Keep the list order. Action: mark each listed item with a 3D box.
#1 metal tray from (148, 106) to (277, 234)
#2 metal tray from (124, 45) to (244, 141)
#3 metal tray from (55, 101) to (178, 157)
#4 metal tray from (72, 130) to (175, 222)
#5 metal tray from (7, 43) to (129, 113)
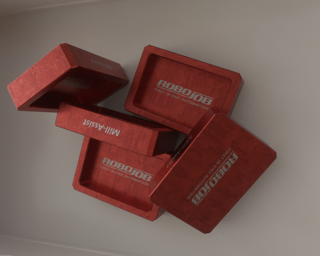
[{"bbox_3d":[0.059,0.052,0.364,0.090,0.030,0.130,34,103,-13],"label":"metal tray"},{"bbox_3d":[0.029,-0.043,0.395,0.130,0.030,0.089,22,97,18],"label":"metal tray"},{"bbox_3d":[-0.051,-0.001,0.390,0.130,0.090,0.030,17,96,19],"label":"metal tray"},{"bbox_3d":[-0.048,0.059,0.420,0.130,0.030,0.089,17,96,18],"label":"metal tray"},{"bbox_3d":[-0.107,-0.055,0.388,0.090,0.130,0.030,-31,80,18],"label":"metal tray"}]
